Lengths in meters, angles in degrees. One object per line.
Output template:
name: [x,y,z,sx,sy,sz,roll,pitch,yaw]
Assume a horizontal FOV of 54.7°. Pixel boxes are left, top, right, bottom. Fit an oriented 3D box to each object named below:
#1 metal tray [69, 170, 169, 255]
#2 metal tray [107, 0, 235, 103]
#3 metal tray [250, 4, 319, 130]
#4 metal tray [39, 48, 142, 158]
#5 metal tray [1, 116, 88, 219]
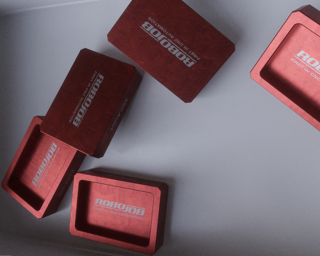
metal tray: [-0.058,0.112,0.427,0.130,0.030,0.089,7,92,19]
metal tray: [0.014,-0.104,0.381,0.130,0.030,0.090,39,104,-4]
metal tray: [0.171,-0.052,0.321,0.130,0.030,0.089,43,140,15]
metal tray: [-0.093,-0.035,0.422,0.090,0.030,0.130,23,83,18]
metal tray: [-0.174,0.058,0.467,0.090,0.030,0.129,33,100,16]
